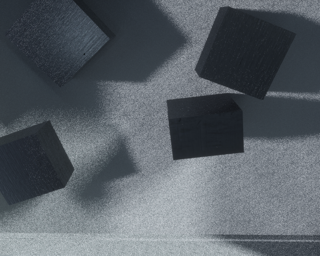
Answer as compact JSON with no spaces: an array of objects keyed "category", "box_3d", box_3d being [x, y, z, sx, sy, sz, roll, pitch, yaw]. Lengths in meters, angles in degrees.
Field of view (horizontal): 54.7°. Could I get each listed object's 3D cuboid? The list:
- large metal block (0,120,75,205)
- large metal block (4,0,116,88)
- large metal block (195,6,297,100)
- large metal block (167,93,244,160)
[{"category":"large metal block","box_3d":[-0.174,0.046,0.413,0.080,0.050,0.080,-19,109,6]},{"category":"large metal block","box_3d":[-0.111,-0.107,0.357,0.080,0.050,0.080,-41,105,13]},{"category":"large metal block","box_3d":[0.096,-0.089,0.366,0.080,0.050,0.079,19,109,-7]},{"category":"large metal block","box_3d":[0.052,-0.005,0.380,0.080,0.080,0.050,-7,110,2]}]
